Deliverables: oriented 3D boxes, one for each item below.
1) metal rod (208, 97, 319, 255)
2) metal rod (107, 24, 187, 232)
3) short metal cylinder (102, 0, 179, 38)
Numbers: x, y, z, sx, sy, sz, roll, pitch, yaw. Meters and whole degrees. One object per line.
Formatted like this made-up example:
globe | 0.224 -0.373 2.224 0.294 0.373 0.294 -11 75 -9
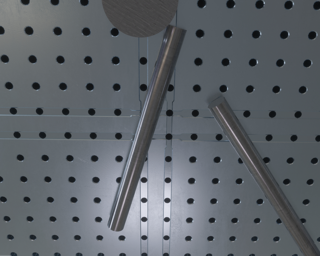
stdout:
metal rod | 0.157 0.083 0.445 0.025 0.025 0.299 -32 107 11
metal rod | -0.023 0.014 0.418 0.025 0.025 0.298 16 109 -6
short metal cylinder | -0.021 -0.144 0.347 0.081 0.050 0.079 0 110 0
